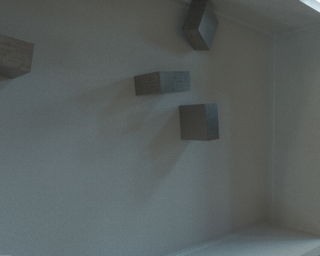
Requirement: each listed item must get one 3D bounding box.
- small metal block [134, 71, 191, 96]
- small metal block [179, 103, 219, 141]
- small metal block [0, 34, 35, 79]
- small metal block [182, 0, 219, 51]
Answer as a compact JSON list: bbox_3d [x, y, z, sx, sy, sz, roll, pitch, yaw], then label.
[{"bbox_3d":[0.003,-0.057,0.395,0.050,0.050,0.025,-9,96,-40],"label":"small metal block"},{"bbox_3d":[0.055,-0.009,0.439,0.025,0.050,0.050,-7,95,-40],"label":"small metal block"},{"bbox_3d":[-0.145,-0.064,0.269,0.050,0.050,0.025,10,84,-40],"label":"small metal block"},{"bbox_3d":[0.060,-0.148,0.449,0.050,0.025,0.050,40,64,-55],"label":"small metal block"}]
